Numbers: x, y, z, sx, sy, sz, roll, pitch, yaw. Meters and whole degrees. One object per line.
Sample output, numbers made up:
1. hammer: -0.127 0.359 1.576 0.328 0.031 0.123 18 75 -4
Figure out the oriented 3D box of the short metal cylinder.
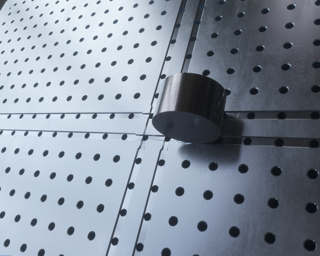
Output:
1. short metal cylinder: 0.035 -0.021 0.368 0.080 0.080 0.050 0 62 28
